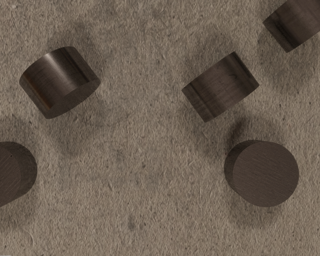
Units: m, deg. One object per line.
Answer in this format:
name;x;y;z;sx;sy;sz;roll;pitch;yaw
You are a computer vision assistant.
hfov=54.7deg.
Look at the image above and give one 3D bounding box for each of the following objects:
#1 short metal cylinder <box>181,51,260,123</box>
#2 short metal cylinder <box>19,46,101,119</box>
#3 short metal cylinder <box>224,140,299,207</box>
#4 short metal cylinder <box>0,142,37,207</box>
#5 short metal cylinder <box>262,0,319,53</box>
short metal cylinder;0.074;-0.050;0.383;0.080;0.080;0.050;-36;90;0
short metal cylinder;-0.121;-0.055;0.381;0.080;0.080;0.050;-37;91;0
short metal cylinder;0.128;0.056;0.399;0.081;0.050;0.079;0;90;-1
short metal cylinder;-0.207;0.058;0.395;0.081;0.050;0.079;0;90;-1
short metal cylinder;0.177;-0.139;0.385;0.080;0.080;0.050;-38;91;0
